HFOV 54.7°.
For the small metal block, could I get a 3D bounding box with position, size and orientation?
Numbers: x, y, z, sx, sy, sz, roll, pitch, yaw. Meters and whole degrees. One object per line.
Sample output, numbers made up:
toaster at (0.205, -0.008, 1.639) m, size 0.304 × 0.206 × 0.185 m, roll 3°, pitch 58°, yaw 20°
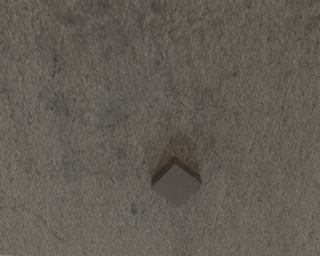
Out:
small metal block at (0.023, 0.076, 0.438) m, size 0.050 × 0.025 × 0.050 m, roll 39°, pitch 105°, yaw -14°
